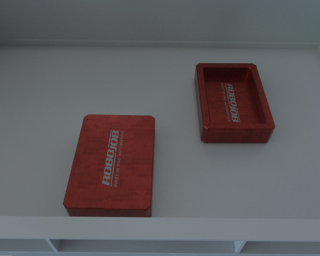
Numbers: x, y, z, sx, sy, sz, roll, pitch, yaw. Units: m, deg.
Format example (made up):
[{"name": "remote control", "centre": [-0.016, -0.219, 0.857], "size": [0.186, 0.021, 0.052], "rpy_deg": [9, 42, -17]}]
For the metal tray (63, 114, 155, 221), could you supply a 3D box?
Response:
[{"name": "metal tray", "centre": [-0.053, 0.042, 0.366], "size": [0.091, 0.030, 0.130], "rpy_deg": [1, 50, 0]}]

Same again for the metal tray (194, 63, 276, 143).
[{"name": "metal tray", "centre": [0.099, -0.039, 0.435], "size": [0.091, 0.030, 0.130], "rpy_deg": [0, 50, 0]}]
